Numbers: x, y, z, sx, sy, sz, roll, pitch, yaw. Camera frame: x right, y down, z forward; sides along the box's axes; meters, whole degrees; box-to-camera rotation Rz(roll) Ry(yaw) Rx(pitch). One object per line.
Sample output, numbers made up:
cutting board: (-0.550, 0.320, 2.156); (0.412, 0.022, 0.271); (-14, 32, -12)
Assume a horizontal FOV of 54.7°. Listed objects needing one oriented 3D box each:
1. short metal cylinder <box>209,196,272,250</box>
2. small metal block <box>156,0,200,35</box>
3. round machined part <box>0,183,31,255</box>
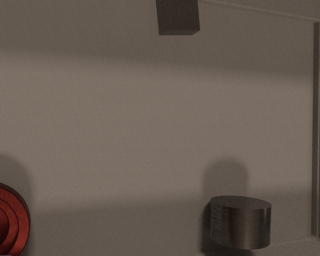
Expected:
short metal cylinder: (0.109, 0.126, 0.423); (0.081, 0.080, 0.050); (3, 89, -20)
small metal block: (0.024, -0.154, 0.420); (0.050, 0.025, 0.050); (-7, 93, -20)
round machined part: (-0.192, 0.104, 0.331); (0.099, 0.042, 0.097); (0, 90, -21)
